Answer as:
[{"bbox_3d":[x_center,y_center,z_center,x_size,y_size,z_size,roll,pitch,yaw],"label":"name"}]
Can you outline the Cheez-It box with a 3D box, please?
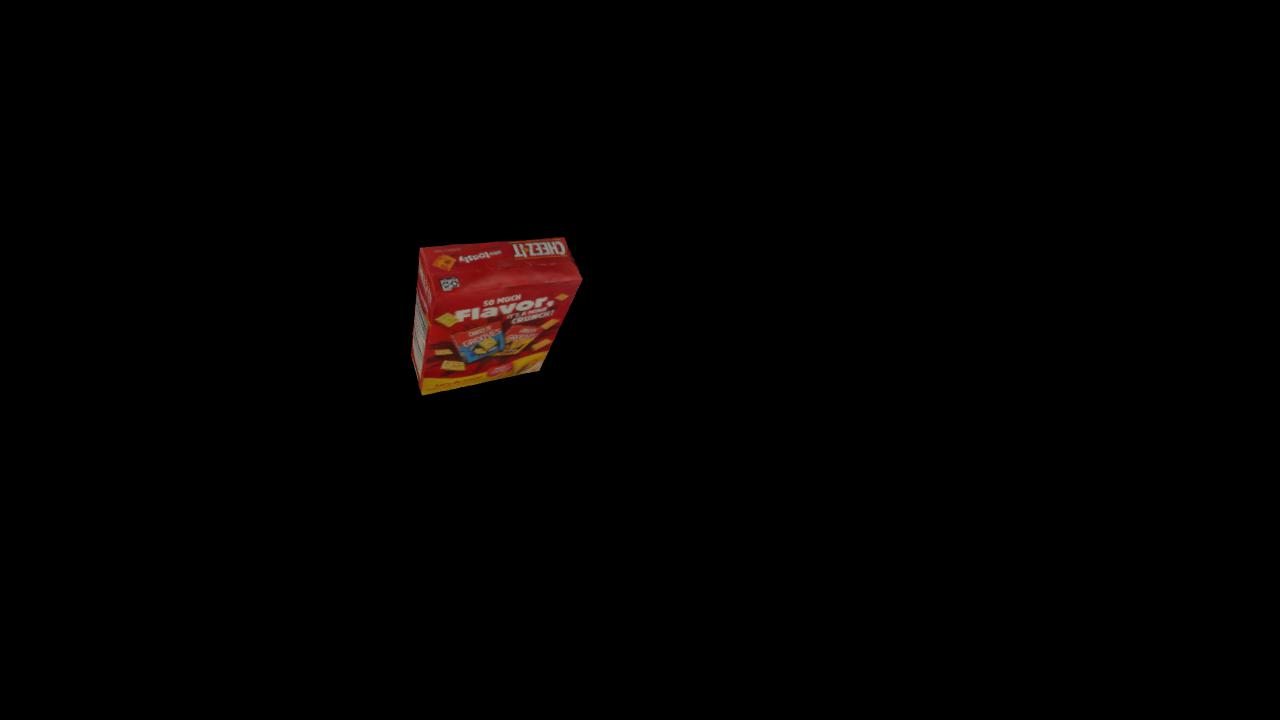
[{"bbox_3d":[-0.182,-0.049,0.742,0.166,0.071,0.223,-12,-24,-28],"label":"Cheez-It box"}]
